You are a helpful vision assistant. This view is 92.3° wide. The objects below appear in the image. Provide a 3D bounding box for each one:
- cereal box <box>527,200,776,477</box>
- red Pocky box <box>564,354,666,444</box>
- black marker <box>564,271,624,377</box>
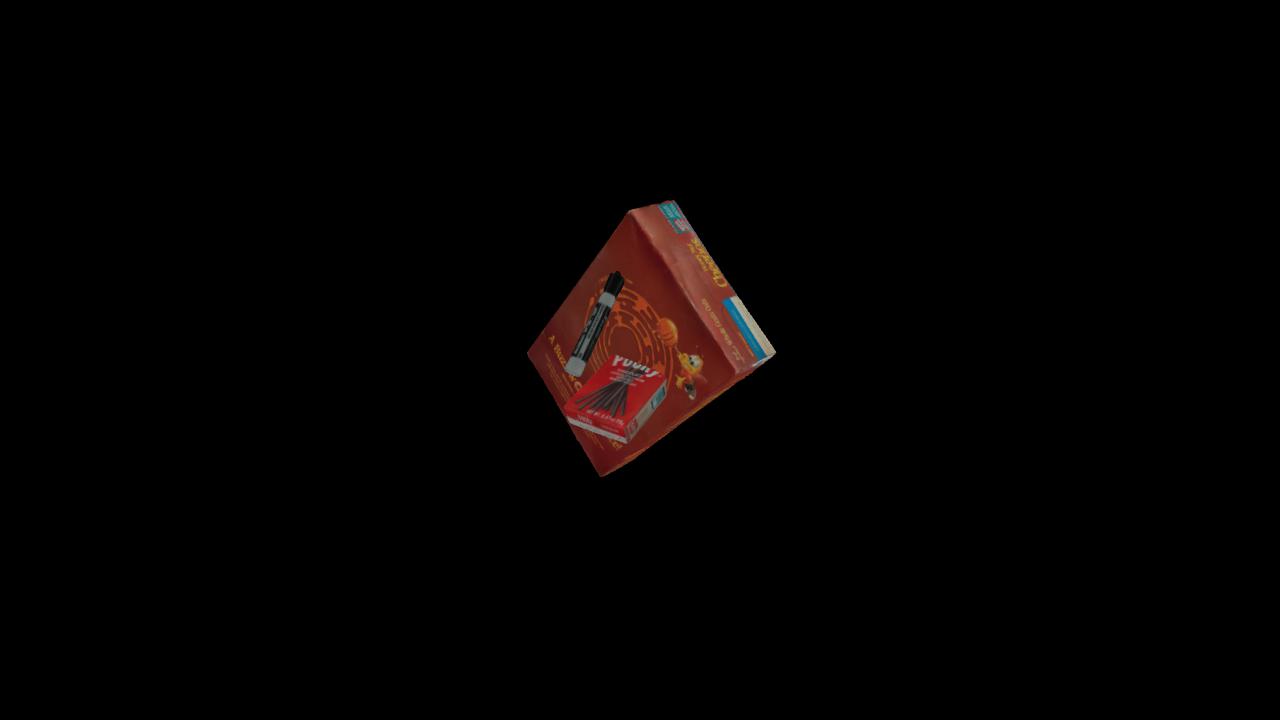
[{"bbox_3d":[-0.006,-0.010,0.730,0.081,0.203,0.306,-23,-15,-41],"label":"cereal box"},{"bbox_3d":[-0.006,0.021,0.674,0.083,0.028,0.155,14,46,32],"label":"red Pocky box"},{"bbox_3d":[-0.045,-0.040,0.641,0.020,0.121,0.020,22,-14,6],"label":"black marker"}]
